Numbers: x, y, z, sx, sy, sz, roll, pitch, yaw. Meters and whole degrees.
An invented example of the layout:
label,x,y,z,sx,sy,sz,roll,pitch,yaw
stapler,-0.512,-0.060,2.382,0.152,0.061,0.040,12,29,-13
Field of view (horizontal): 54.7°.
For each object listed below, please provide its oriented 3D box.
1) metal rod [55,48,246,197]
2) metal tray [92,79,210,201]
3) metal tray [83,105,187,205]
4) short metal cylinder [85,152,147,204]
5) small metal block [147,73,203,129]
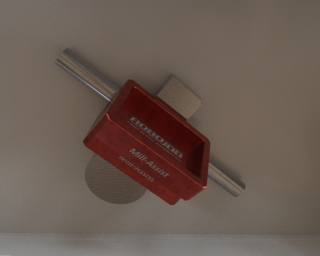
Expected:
label,x,y,z,sx,sy,sz,roll,pitch,yaw
metal rod,-0.003,0.000,0.411,0.301,0.025,0.025,37,106,-13
metal tray,-0.002,0.011,0.352,0.130,0.090,0.030,37,123,-13
metal tray,-0.025,0.029,0.386,0.130,0.090,0.030,37,106,-13
short metal cylinder,-0.052,0.053,0.409,0.080,0.050,0.079,2,117,4
small metal block,0.019,-0.033,0.398,0.050,0.025,0.050,39,105,-14
